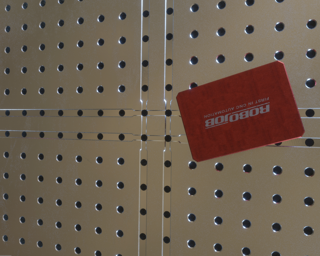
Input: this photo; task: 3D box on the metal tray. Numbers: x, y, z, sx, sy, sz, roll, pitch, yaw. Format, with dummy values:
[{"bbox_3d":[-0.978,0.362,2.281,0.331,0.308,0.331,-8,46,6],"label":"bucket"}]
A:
[{"bbox_3d":[0.094,-0.017,0.376,0.130,0.030,0.090,-16,85,18],"label":"metal tray"}]
